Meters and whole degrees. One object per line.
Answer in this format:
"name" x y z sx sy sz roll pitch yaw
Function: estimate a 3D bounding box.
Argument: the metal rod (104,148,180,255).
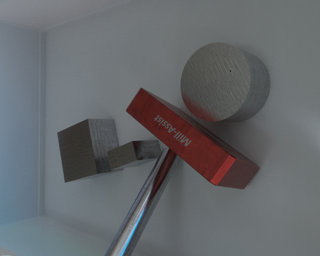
"metal rod" -0.051 0.147 0.324 0.025 0.025 0.300 3 51 39

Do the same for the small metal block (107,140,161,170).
"small metal block" -0.034 0.036 0.416 0.050 0.050 0.025 -23 76 37

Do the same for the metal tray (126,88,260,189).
"metal tray" 0.035 0.011 0.331 0.130 0.090 0.030 39 100 32

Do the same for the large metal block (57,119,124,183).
"large metal block" -0.108 0.035 0.477 0.080 0.050 0.080 -19 78 38

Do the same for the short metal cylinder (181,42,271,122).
"short metal cylinder" 0.069 -0.046 0.332 0.080 0.050 0.079 0 90 39
